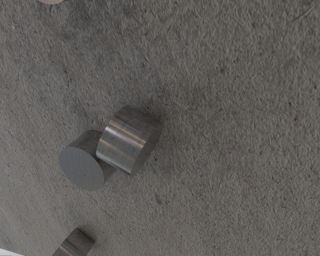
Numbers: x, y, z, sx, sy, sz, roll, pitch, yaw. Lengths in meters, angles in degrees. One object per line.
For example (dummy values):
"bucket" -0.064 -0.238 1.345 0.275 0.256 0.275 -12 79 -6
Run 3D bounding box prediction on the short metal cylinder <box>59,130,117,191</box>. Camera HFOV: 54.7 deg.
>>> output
"short metal cylinder" -0.107 0.050 0.478 0.080 0.050 0.079 13 124 21

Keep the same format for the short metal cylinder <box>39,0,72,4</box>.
"short metal cylinder" -0.110 -0.181 0.337 0.080 0.050 0.079 13 124 21

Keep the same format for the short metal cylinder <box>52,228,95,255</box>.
"short metal cylinder" -0.176 0.249 0.618 0.050 0.080 0.080 39 129 2

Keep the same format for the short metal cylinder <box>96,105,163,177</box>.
"short metal cylinder" -0.038 0.017 0.401 0.050 0.080 0.079 30 128 9
